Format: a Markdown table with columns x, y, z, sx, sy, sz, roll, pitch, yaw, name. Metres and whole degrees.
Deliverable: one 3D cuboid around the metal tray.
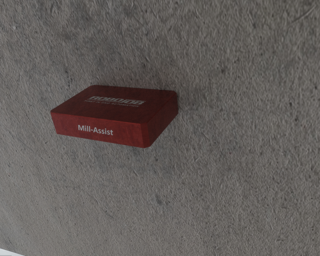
| x | y | z | sx | sy | sz | roll | pitch | yaw | name |
| --- | --- | --- | --- | --- | --- | --- | --- | --- | --- |
| -0.054 | -0.019 | 0.381 | 0.130 | 0.090 | 0.030 | 8 | 122 | 24 | metal tray |
